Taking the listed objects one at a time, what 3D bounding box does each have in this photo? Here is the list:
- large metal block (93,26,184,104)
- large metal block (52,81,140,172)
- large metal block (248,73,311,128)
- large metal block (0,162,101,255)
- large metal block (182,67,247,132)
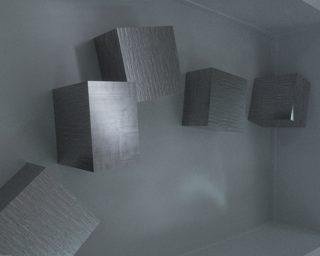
[{"bbox_3d":[-0.024,-0.074,0.370,0.081,0.050,0.079,-18,101,-39],"label":"large metal block"},{"bbox_3d":[-0.066,-0.003,0.315,0.050,0.080,0.079,-6,94,-40],"label":"large metal block"},{"bbox_3d":[0.209,-0.046,0.546,0.050,0.080,0.080,19,78,-39],"label":"large metal block"},{"bbox_3d":[-0.119,0.091,0.291,0.080,0.050,0.080,-50,120,-28],"label":"large metal block"},{"bbox_3d":[0.082,-0.038,0.459,0.081,0.050,0.080,8,85,-40],"label":"large metal block"}]
